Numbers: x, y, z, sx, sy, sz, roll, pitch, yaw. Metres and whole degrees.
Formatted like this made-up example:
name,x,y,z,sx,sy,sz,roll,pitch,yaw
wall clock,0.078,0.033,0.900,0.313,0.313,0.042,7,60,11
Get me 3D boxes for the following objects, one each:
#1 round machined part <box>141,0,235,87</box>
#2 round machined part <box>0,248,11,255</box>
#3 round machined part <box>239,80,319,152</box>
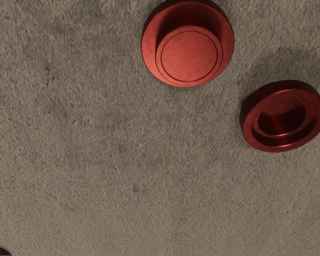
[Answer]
name,x,y,z,sx,sy,sz,roll,pitch,yaw
round machined part,0.029,-0.083,0.326,0.099,0.042,0.097,-1,130,0
round machined part,-0.358,0.278,0.628,0.099,0.042,0.097,-1,130,0
round machined part,0.147,-0.019,0.383,0.099,0.042,0.097,-1,130,0
